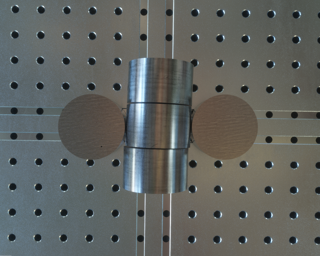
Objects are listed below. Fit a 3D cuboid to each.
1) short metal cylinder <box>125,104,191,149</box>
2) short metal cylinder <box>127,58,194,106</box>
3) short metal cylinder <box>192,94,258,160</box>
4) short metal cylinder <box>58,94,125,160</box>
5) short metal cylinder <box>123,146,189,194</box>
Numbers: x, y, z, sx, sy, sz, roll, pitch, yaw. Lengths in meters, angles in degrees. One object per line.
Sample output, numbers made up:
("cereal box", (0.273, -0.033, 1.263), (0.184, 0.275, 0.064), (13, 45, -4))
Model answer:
("short metal cylinder", (-0.002, -0.002, 0.385), (0.081, 0.080, 0.050), (2, 90, -1))
("short metal cylinder", (0.001, -0.054, 0.385), (0.081, 0.080, 0.050), (3, 90, -1))
("short metal cylinder", (0.079, -0.001, 0.401), (0.081, 0.050, 0.079), (0, 90, -1))
("short metal cylinder", (-0.083, -0.001, 0.399), (0.081, 0.050, 0.079), (0, 90, -1))
("short metal cylinder", (-0.005, 0.049, 0.385), (0.081, 0.080, 0.050), (1, 90, -1))
